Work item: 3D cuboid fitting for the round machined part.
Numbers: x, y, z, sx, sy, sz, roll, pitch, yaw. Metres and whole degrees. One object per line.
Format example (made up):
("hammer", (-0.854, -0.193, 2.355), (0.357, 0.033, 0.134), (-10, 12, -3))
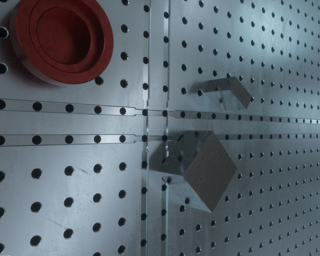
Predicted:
("round machined part", (-0.100, -0.091, 0.315), (0.099, 0.042, 0.097), (0, 90, -40))

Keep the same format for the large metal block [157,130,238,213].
("large metal block", (0.056, 0.060, 0.442), (0.080, 0.050, 0.080), (-52, 121, -27))

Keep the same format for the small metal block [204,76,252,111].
("small metal block", (0.106, -0.052, 0.484), (0.050, 0.050, 0.025), (40, 65, -33))
